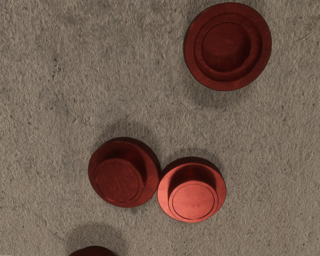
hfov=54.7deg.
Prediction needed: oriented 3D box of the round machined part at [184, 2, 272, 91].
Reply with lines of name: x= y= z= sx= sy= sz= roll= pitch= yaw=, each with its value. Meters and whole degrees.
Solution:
round machined part: x=0.076 y=-0.096 z=0.367 sx=0.099 sy=0.042 sz=0.097 roll=0 pitch=110 yaw=-1

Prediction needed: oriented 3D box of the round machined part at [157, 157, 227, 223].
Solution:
round machined part: x=0.045 y=0.093 z=0.436 sx=0.099 sy=0.042 sz=0.097 roll=0 pitch=110 yaw=-1

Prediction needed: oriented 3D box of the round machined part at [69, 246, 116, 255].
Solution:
round machined part: x=-0.103 y=0.225 z=0.482 sx=0.099 sy=0.042 sz=0.097 roll=0 pitch=110 yaw=-1

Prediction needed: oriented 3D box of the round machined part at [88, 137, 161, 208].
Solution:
round machined part: x=-0.050 y=0.064 z=0.414 sx=0.098 sy=0.042 sz=0.097 roll=3 pitch=107 yaw=10
